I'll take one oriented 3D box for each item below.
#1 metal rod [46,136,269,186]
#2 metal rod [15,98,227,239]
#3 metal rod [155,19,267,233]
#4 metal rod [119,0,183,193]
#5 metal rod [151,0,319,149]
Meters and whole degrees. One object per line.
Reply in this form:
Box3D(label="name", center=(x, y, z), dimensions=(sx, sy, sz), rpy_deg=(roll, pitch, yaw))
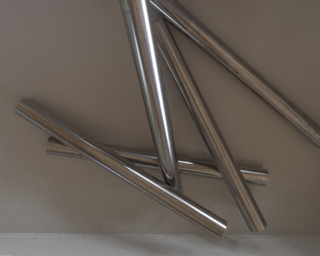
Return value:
Box3D(label="metal rod", center=(-0.001, 0.046, 0.428), dimensions=(0.302, 0.025, 0.025), rpy_deg=(9, 110, -4))
Box3D(label="metal rod", center=(-0.050, 0.050, 0.395), dimensions=(0.301, 0.025, 0.025), rpy_deg=(31, 107, 2))
Box3D(label="metal rod", center=(0.064, 0.006, 0.395), dimensions=(0.025, 0.025, 0.299), rpy_deg=(-27, 101, 9))
Box3D(label="metal rod", center=(-0.002, -0.017, 0.334), dimensions=(0.025, 0.025, 0.298), rpy_deg=(-9, 131, 3))
Box3D(label="metal rod", center=(0.103, -0.070, 0.386), dimensions=(0.301, 0.025, 0.025), rpy_deg=(37, 106, -13))
